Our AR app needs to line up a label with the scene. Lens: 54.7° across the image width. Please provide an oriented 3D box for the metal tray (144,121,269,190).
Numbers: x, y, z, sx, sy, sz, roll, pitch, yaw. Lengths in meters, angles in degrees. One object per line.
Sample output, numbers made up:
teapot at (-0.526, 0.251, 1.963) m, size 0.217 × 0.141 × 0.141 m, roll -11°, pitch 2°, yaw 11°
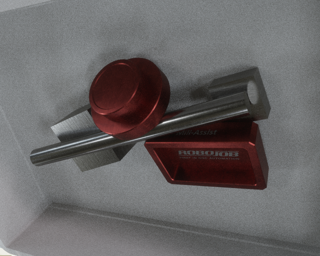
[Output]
metal tray at (0.057, 0.035, 0.376) m, size 0.130 × 0.030 × 0.090 m, roll -2°, pitch 137°, yaw 28°

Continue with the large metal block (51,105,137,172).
large metal block at (-0.093, 0.009, 0.442) m, size 0.080 × 0.050 × 0.080 m, roll -19°, pitch 109°, yaw 35°

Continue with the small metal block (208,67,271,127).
small metal block at (0.088, -0.033, 0.339) m, size 0.050 × 0.025 × 0.050 m, roll -12°, pitch 113°, yaw 33°

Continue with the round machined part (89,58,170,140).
round machined part at (-0.041, -0.039, 0.353) m, size 0.098 × 0.098 × 0.042 m, roll -4°, pitch 157°, yaw 30°

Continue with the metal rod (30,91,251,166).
metal rod at (-0.043, 0.008, 0.375) m, size 0.300 × 0.025 × 0.025 m, roll -14°, pitch 111°, yaw 26°
